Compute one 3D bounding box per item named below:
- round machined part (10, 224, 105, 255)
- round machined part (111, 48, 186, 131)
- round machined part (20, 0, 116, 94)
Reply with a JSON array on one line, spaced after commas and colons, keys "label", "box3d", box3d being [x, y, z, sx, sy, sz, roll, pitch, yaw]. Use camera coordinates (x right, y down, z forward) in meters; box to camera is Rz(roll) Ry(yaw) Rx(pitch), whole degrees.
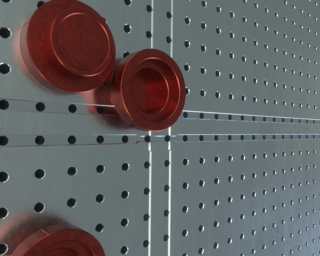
[{"label": "round machined part", "box3d": [-0.107, 0.145, 0.308, 0.099, 0.042, 0.097, 0, 90, -40]}, {"label": "round machined part", "box3d": [-0.018, -0.045, 0.382, 0.099, 0.042, 0.097, 0, 90, -40]}, {"label": "round machined part", "box3d": [-0.088, -0.086, 0.323, 0.099, 0.042, 0.097, 0, 90, -40]}]
